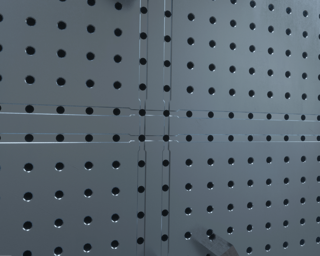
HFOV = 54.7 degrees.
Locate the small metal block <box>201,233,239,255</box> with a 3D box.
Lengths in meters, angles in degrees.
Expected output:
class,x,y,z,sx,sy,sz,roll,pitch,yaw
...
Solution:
class,x,y,z,sx,sy,sz,roll,pitch,yaw
small metal block,0.090,0.183,0.435,0.025,0.050,0.050,-33,101,-17
